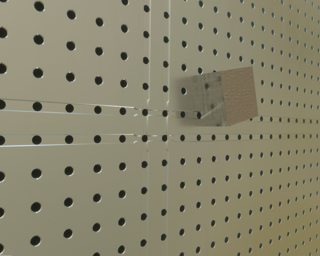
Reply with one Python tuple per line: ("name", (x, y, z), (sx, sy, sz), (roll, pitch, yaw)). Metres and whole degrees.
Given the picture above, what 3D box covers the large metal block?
("large metal block", (0.105, -0.050, 0.484), (0.081, 0.050, 0.079), (-16, 100, -39))
